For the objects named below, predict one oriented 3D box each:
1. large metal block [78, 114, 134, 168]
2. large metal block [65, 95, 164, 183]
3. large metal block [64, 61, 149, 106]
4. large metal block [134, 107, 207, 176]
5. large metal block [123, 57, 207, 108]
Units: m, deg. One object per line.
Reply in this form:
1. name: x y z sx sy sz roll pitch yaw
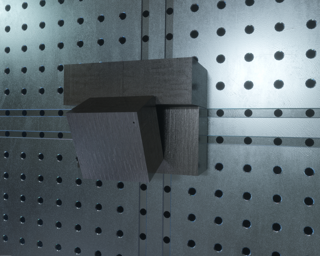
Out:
1. large metal block: -0.062 0.013 0.418 0.080 0.050 0.079 1 90 19
2. large metal block: -0.047 0.011 0.344 0.080 0.050 0.079 0 114 19
3. large metal block: -0.067 -0.052 0.405 0.080 0.080 0.050 1 91 19
4. large metal block: 0.015 0.014 0.391 0.080 0.050 0.079 1 90 19
5. large metal block: 0.009 -0.051 0.378 0.080 0.080 0.050 1 91 19
